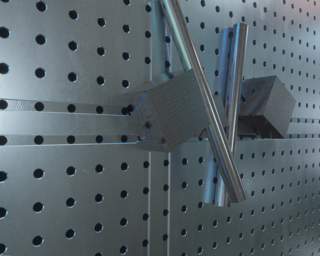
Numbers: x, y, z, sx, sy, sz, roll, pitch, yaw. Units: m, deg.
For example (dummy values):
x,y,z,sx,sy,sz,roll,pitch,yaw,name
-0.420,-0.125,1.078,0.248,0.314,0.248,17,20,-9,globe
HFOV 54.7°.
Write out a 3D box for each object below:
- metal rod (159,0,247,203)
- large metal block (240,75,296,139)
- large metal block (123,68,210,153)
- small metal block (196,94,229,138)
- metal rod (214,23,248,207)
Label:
x,y,z,sx,sy,sz,roll,pitch,yaw,name
0.061,-0.039,0.429,0.025,0.025,0.299,-23,96,-38,metal rod
0.193,-0.035,0.554,0.080,0.050,0.080,37,67,-34,large metal block
0.011,-0.024,0.402,0.081,0.050,0.080,-32,110,-35,large metal block
0.074,-0.018,0.471,0.050,0.025,0.050,-30,109,-36,small metal block
0.117,-0.024,0.506,0.025,0.025,0.298,12,82,-39,metal rod
